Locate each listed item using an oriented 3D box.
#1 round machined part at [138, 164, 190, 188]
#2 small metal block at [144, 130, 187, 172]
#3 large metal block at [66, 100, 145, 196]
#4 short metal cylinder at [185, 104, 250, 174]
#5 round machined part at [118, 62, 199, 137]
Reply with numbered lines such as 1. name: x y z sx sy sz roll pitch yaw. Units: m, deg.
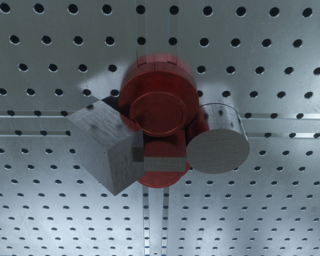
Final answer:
1. round machined part: -0.003 0.049 0.442 0.099 0.042 0.097 0 130 0
2. small metal block: 0.006 0.027 0.390 0.050 0.050 0.025 1 130 -1
3. large metal block: -0.066 0.024 0.387 0.050 0.080 0.079 -33 140 -32
4. short metal cylinder: 0.072 0.015 0.407 0.081 0.050 0.079 0 130 0
5. round machined part: -0.002 -0.027 0.377 0.099 0.042 0.097 0 130 0
